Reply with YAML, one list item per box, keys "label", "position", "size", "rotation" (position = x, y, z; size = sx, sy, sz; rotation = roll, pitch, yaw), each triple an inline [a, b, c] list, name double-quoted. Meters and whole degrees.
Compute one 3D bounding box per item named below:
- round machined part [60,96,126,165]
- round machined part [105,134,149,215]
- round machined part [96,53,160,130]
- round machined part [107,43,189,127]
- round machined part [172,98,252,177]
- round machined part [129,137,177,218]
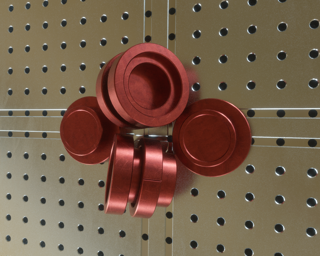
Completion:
- label: "round machined part"
  position: [-0.101, 0.004, 0.439]
  size: [0.098, 0.042, 0.097]
  rotation: [0, 90, 20]
- label: "round machined part"
  position: [-0.041, 0.058, 0.384]
  size: [0.042, 0.098, 0.097]
  rotation: [8, 93, -12]
- label: "round machined part"
  position: [-0.035, -0.046, 0.399]
  size: [0.042, 0.099, 0.098]
  rotation: [-9, 86, 60]
- label: "round machined part"
  position: [-0.017, -0.049, 0.373]
  size: [0.042, 0.099, 0.098]
  rotation: [-9, 86, 60]
- label: "round machined part"
  position: [0.062, 0.012, 0.382]
  size: [0.098, 0.042, 0.097]
  rotation: [0, 90, 20]
- label: "round machined part"
  position: [-0.009, 0.063, 0.387]
  size: [0.042, 0.098, 0.097]
  rotation: [9, 94, -12]
